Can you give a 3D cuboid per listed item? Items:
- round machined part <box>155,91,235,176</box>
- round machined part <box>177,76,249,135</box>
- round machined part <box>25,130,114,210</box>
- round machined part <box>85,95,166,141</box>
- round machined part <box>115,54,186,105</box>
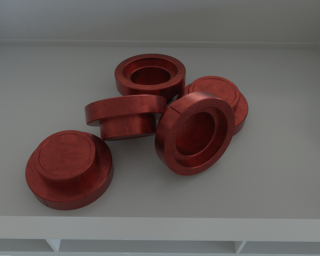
[{"bbox_3d":[0.036,0.003,0.359,0.099,0.097,0.042,-26,38,-21],"label":"round machined part"},{"bbox_3d":[0.071,-0.034,0.424,0.099,0.042,0.098,0,50,0],"label":"round machined part"},{"bbox_3d":[-0.105,0.041,0.358,0.099,0.042,0.098,0,50,0],"label":"round machined part"},{"bbox_3d":[-0.039,-0.009,0.377,0.099,0.098,0.042,-7,85,-6],"label":"round machined part"},{"bbox_3d":[-0.013,-0.064,0.441,0.099,0.042,0.098,-1,41,1],"label":"round machined part"}]
